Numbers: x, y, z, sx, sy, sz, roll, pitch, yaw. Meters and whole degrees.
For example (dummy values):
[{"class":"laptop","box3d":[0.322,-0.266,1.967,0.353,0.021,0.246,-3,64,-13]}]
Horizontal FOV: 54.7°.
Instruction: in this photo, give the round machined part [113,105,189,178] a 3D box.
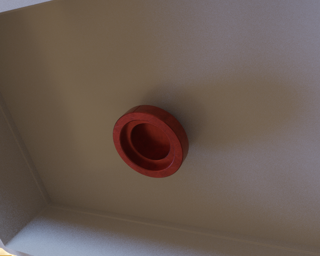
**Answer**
[{"class":"round machined part","box3d":[-0.008,0.013,0.404,0.098,0.042,0.097,13,124,20]}]
